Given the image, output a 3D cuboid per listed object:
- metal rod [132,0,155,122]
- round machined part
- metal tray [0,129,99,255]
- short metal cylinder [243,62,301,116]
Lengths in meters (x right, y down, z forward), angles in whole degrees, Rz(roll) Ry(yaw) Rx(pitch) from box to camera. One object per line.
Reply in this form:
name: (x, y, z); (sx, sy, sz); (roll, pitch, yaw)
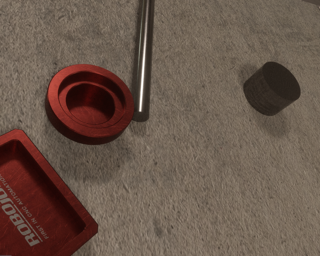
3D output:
metal rod: (-0.023, -0.141, 0.478); (0.025, 0.025, 0.299); (15, 56, -20)
round machined part: (-0.083, -0.024, 0.363); (0.099, 0.042, 0.098); (14, 56, -21)
metal tray: (-0.132, 0.074, 0.284); (0.130, 0.030, 0.091); (49, 51, 6)
short metal cylinder: (0.193, -0.068, 0.536); (0.081, 0.050, 0.080); (14, 56, -21)
